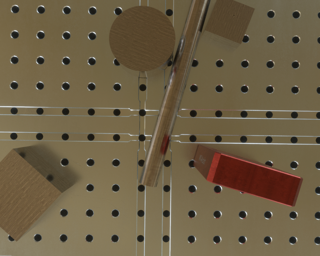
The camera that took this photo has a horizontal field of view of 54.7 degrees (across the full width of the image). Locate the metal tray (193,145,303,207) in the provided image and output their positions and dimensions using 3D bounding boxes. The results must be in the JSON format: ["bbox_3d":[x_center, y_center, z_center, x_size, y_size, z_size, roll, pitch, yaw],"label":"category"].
[{"bbox_3d":[0.092,0.050,0.362,0.090,0.130,0.030,17,90,-1],"label":"metal tray"}]

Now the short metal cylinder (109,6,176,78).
[{"bbox_3d":[-0.022,-0.109,0.401,0.081,0.050,0.079,0,90,-1],"label":"short metal cylinder"}]

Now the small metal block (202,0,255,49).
[{"bbox_3d":[0.091,-0.141,0.415,0.050,0.025,0.050,21,90,-1],"label":"small metal block"}]

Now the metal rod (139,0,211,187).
[{"bbox_3d":[0.025,-0.069,0.413,0.025,0.025,0.298,16,90,-1],"label":"metal rod"}]

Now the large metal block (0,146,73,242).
[{"bbox_3d":[-0.176,0.081,0.399,0.080,0.050,0.080,43,90,-1],"label":"large metal block"}]
